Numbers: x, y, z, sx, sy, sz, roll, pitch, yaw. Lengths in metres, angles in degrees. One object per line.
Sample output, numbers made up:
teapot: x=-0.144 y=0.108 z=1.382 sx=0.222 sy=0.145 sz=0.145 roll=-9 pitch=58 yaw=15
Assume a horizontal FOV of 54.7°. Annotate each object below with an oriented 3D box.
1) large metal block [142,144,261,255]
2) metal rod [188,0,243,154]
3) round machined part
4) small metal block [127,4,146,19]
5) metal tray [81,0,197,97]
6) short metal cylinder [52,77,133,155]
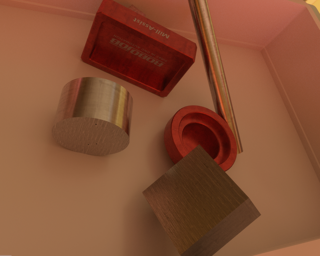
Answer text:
large metal block: x=0.041 y=0.078 z=0.322 sx=0.080 sy=0.080 sz=0.050 roll=50 pitch=1 yaw=43
metal rod: x=0.069 y=-0.107 z=0.426 sx=0.025 sy=0.025 sz=0.298 roll=-21 pitch=100 yaw=-36
round machined part: x=0.049 y=0.022 z=0.409 sx=0.099 sy=0.042 sz=0.098 roll=14 pitch=56 yaw=-21
small metal block: x=-0.052 y=-0.143 z=0.451 sx=0.025 sy=0.050 sz=0.050 roll=38 pitch=51 yaw=-4
metal tray: x=-0.029 y=-0.100 z=0.410 sx=0.131 sy=0.090 sz=0.030 roll=23 pitch=53 yaw=-15
short metal cylinder: x=-0.072 y=-0.010 z=0.339 sx=0.081 sy=0.080 sz=0.050 roll=15 pitch=56 yaw=-20
